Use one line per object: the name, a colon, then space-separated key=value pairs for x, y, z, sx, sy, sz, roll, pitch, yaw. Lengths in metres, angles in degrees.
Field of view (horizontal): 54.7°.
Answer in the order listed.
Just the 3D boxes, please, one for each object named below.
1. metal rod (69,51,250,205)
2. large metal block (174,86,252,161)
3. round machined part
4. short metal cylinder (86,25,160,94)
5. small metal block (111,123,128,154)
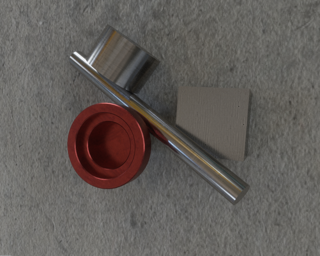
metal rod: x=-0.021 y=-0.017 z=0.377 sx=0.300 sy=0.025 sz=0.025 roll=40 pitch=103 yaw=30
large metal block: x=0.065 y=-0.006 z=0.374 sx=0.080 sy=0.050 sz=0.079 roll=5 pitch=92 yaw=19
round machined part: x=-0.056 y=0.020 z=0.367 sx=0.098 sy=0.042 sz=0.097 roll=1 pitch=92 yaw=19
short metal cylinder: x=-0.047 y=-0.088 z=0.396 sx=0.080 sy=0.080 sz=0.050 roll=39 pitch=102 yaw=15
small metal block: x=-0.044 y=0.007 z=0.412 sx=0.025 sy=0.050 sz=0.050 roll=-2 pitch=89 yaw=20
